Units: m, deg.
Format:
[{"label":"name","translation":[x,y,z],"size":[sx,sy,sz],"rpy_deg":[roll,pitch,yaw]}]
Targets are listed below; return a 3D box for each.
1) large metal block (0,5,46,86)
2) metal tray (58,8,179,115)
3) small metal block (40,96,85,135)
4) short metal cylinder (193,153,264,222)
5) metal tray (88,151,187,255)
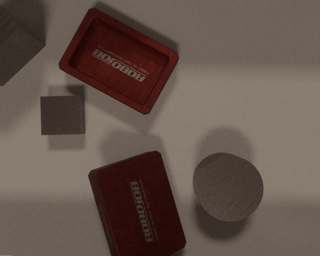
[{"label":"large metal block","translation":[-0.202,-0.102,0.381],"size":[0.080,0.080,0.050],"rpy_deg":[-44,91,0]},{"label":"metal tray","translation":[-0.052,-0.085,0.408],"size":[0.130,0.030,0.090],"rpy_deg":[29,90,-1]},{"label":"small metal block","translation":[-0.128,-0.016,0.410],"size":[0.050,0.025,0.050],"rpy_deg":[-1,90,-1]},{"label":"short metal cylinder","translation":[0.085,0.074,0.400],"size":[0.081,0.050,0.079],"rpy_deg":[0,90,-1]},{"label":"metal tray","translation":[-0.027,0.102,0.388],"size":[0.091,0.030,0.129],"rpy_deg":[-16,90,-31]}]
